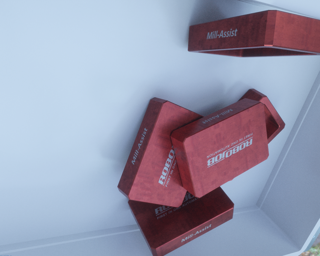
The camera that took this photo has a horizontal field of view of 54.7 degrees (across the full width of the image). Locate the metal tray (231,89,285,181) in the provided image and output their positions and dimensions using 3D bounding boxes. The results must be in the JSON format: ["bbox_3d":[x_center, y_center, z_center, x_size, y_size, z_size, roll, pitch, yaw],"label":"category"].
[{"bbox_3d":[0.126,0.014,0.485,0.130,0.030,0.090,-46,130,4],"label":"metal tray"}]

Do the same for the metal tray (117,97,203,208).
[{"bbox_3d":[0.009,0.035,0.410,0.091,0.030,0.129,20,91,-36],"label":"metal tray"}]

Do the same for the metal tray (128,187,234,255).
[{"bbox_3d":[0.030,0.118,0.455,0.131,0.090,0.030,-23,135,-15],"label":"metal tray"}]

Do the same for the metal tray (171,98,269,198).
[{"bbox_3d":[0.085,0.024,0.415,0.131,0.030,0.089,-24,115,-22],"label":"metal tray"}]

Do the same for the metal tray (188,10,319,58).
[{"bbox_3d":[0.102,-0.097,0.336,0.091,0.130,0.030,-2,101,-28],"label":"metal tray"}]
